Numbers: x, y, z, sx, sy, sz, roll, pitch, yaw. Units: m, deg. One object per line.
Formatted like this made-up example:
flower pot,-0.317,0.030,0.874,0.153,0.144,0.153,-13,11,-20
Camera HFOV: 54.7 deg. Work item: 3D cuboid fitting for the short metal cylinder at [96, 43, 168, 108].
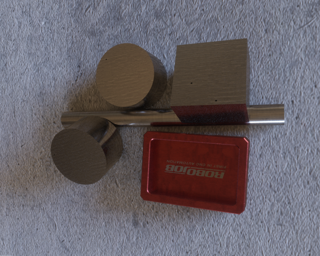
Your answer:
short metal cylinder,-0.036,-0.066,0.410,0.080,0.050,0.080,0,89,20

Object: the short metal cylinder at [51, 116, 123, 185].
short metal cylinder,-0.097,0.029,0.418,0.080,0.050,0.079,7,113,16

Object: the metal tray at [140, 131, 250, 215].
metal tray,0.043,0.052,0.391,0.130,0.030,0.089,4,91,19

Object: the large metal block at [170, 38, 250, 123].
large metal block,0.062,-0.053,0.362,0.080,0.050,0.080,-1,69,20

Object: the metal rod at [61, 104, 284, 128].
metal rod,0.003,-0.014,0.410,0.301,0.025,0.025,-1,90,19
